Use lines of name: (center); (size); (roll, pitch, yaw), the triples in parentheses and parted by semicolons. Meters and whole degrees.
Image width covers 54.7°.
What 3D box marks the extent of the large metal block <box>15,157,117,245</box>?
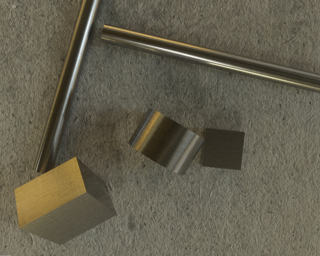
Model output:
large metal block: (-0.111, 0.090, 0.374); (0.080, 0.080, 0.050); (-29, 53, 0)

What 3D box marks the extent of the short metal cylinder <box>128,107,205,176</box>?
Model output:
short metal cylinder: (0.008, 0.016, 0.383); (0.080, 0.080, 0.050); (31, 90, -1)

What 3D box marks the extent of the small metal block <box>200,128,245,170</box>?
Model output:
small metal block: (0.082, 0.027, 0.411); (0.050, 0.025, 0.050); (6, 90, -1)

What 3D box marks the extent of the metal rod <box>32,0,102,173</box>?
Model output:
metal rod: (-0.113, -0.086, 0.408); (0.025, 0.025, 0.298); (16, 90, -1)

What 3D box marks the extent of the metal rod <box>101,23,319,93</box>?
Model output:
metal rod: (0.073, -0.091, 0.410); (0.302, 0.025, 0.025); (13, 90, -1)
